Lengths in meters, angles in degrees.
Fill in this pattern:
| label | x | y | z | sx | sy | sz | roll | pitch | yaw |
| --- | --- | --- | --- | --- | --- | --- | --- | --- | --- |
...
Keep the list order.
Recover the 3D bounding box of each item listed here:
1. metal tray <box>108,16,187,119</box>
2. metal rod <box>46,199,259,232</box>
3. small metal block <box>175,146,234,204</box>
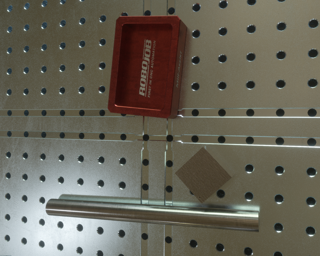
| label | x | y | z | sx | sy | sz | roll | pitch | yaw |
| --- | --- | --- | --- | --- | --- | --- | --- | --- | --- |
| metal tray | -0.018 | -0.081 | 0.416 | 0.090 | 0.030 | 0.129 | 7 | 92 | 19 |
| metal rod | -0.023 | 0.116 | 0.420 | 0.301 | 0.025 | 0.025 | -2 | 90 | 19 |
| small metal block | 0.057 | 0.058 | 0.393 | 0.050 | 0.025 | 0.050 | -45 | 76 | 14 |
